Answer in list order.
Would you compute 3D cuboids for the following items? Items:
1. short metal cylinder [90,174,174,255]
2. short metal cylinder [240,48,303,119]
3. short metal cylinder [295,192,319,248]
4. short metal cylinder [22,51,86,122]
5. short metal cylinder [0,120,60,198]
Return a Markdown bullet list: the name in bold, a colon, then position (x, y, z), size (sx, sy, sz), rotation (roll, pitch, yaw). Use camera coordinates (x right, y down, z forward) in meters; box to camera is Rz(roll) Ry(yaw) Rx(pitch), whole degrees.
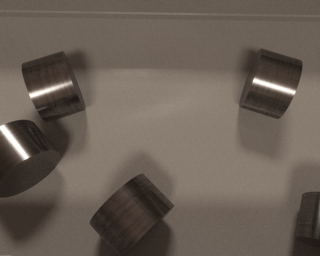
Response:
- **short metal cylinder**: position (-0.030, 0.097, 0.345), size (0.080, 0.080, 0.050), rotation (-43, 76, -14)
- **short metal cylinder**: position (0.142, -0.057, 0.403), size (0.050, 0.080, 0.080), rotation (19, 71, 6)
- **short metal cylinder**: position (0.197, 0.108, 0.343), size (0.080, 0.080, 0.050), rotation (17, 71, 6)
- **short metal cylinder**: position (-0.134, -0.053, 0.398), size (0.050, 0.080, 0.080), rotation (-20, 72, -7)
- **short metal cylinder**: position (-0.168, 0.036, 0.365), size (0.080, 0.080, 0.050), rotation (-40, 75, -13)
